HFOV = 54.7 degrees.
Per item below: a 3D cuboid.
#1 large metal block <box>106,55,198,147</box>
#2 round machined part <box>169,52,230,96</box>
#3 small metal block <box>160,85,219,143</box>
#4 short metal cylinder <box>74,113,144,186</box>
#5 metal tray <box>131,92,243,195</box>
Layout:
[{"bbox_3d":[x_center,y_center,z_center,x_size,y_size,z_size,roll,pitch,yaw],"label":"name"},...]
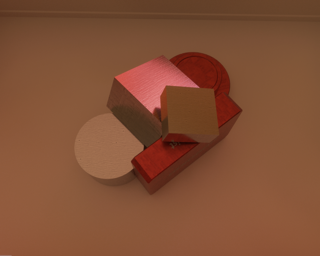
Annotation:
[{"bbox_3d":[-0.003,-0.031,0.368,0.080,0.050,0.081,45,51,14],"label":"large metal block"},{"bbox_3d":[0.047,-0.063,0.422,0.099,0.042,0.098,0,70,-1],"label":"round machined part"},{"bbox_3d":[0.029,-0.013,0.312,0.050,0.025,0.050,2,69,-14],"label":"small metal block"},{"bbox_3d":[-0.059,0.028,0.383,0.081,0.050,0.080,0,70,0],"label":"short metal cylinder"},{"bbox_3d":[0.030,0.021,0.365,0.131,0.090,0.030,-36,74,-13],"label":"metal tray"}]
